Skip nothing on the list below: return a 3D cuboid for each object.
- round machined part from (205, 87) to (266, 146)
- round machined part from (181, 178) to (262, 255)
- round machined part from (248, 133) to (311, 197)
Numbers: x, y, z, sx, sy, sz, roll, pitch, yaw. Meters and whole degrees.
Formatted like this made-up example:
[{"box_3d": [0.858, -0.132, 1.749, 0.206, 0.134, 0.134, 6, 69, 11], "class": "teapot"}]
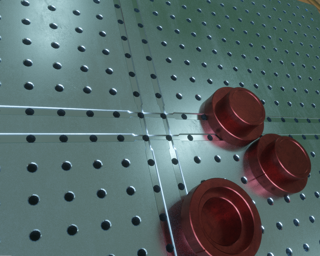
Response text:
[{"box_3d": [0.123, -0.024, 0.481, 0.099, 0.042, 0.098, 14, 56, -21], "class": "round machined part"}, {"box_3d": [0.068, 0.112, 0.367, 0.099, 0.042, 0.098, 14, 56, -21], "class": "round machined part"}, {"box_3d": [0.187, 0.051, 0.470, 0.099, 0.042, 0.098, 14, 56, -21], "class": "round machined part"}]
